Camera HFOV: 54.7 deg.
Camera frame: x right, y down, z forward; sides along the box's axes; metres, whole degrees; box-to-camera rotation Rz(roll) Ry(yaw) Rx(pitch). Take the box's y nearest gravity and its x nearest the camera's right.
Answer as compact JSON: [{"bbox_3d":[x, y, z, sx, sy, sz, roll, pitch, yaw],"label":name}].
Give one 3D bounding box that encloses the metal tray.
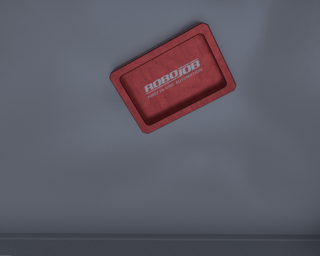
[{"bbox_3d":[0.016,-0.061,0.386,0.130,0.030,0.090,-27,108,9],"label":"metal tray"}]
